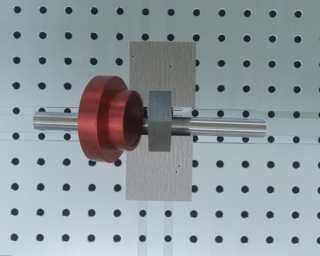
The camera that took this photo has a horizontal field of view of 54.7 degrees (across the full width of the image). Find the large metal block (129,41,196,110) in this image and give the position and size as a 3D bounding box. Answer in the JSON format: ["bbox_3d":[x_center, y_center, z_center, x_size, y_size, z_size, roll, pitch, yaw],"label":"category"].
[{"bbox_3d":[0.003,-0.065,0.401,0.081,0.050,0.079,1,90,0],"label":"large metal block"}]

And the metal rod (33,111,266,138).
[{"bbox_3d":[-0.013,-0.004,0.413,0.302,0.025,0.025,2,90,0],"label":"metal rod"}]

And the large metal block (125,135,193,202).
[{"bbox_3d":[-0.001,0.049,0.401,0.081,0.050,0.079,1,90,0],"label":"large metal block"}]

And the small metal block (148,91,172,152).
[{"bbox_3d":[0.000,-0.008,0.357,0.025,0.050,0.050,1,46,0],"label":"small metal block"}]

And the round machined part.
[{"bbox_3d":[-0.049,-0.009,0.347,0.042,0.098,0.097,4,90,14],"label":"round machined part"}]
